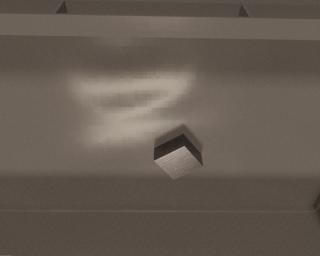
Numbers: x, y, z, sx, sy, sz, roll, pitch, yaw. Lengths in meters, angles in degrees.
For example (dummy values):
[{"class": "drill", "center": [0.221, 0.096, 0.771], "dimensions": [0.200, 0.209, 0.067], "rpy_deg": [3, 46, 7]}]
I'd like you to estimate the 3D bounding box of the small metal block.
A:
[{"class": "small metal block", "center": [0.026, 0.042, 0.446], "dimensions": [0.050, 0.025, 0.050], "rpy_deg": [-28, 125, 21]}]
